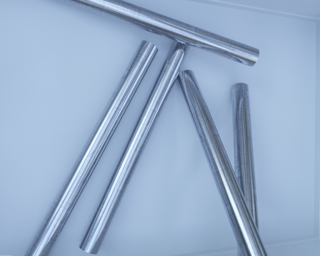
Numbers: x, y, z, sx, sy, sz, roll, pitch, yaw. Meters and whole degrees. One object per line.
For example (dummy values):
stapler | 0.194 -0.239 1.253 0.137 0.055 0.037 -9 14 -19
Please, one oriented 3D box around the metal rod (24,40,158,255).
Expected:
metal rod | -0.080 0.025 0.380 0.025 0.025 0.299 30 80 -18

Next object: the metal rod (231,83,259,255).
metal rod | 0.105 0.070 0.381 0.025 0.025 0.300 17 58 -19

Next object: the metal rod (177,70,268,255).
metal rod | 0.074 0.055 0.357 0.025 0.025 0.299 -6 61 -20

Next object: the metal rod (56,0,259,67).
metal rod | -0.016 -0.134 0.384 0.302 0.025 0.025 15 85 -12

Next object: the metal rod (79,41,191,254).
metal rod | -0.027 0.013 0.400 0.025 0.025 0.299 27 81 -18
